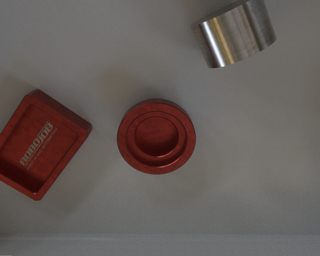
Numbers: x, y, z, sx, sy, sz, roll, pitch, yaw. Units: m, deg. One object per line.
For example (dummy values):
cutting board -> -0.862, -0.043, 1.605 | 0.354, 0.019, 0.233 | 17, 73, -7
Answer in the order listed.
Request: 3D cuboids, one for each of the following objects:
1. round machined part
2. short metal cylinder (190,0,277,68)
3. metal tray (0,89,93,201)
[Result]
round machined part -> -0.004, 0.008, 0.405 | 0.099, 0.042, 0.097 | 0, 110, -1
short metal cylinder -> 0.081, -0.107, 0.344 | 0.080, 0.080, 0.050 | -24, 109, 8
metal tray -> -0.165, 0.025, 0.415 | 0.090, 0.030, 0.130 | 36, 106, -13
